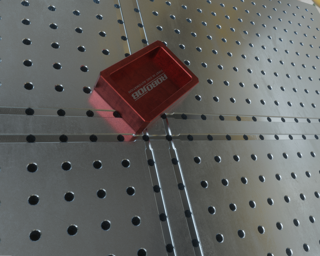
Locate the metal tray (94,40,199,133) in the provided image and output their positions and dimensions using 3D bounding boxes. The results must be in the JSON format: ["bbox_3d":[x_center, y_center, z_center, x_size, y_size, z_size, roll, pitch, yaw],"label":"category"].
[{"bbox_3d":[-0.014,-0.063,0.437,0.090,0.030,0.131,46,51,3],"label":"metal tray"}]
